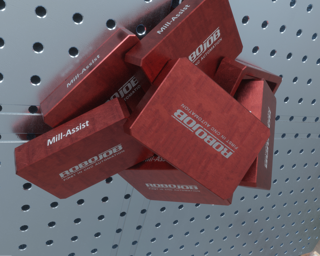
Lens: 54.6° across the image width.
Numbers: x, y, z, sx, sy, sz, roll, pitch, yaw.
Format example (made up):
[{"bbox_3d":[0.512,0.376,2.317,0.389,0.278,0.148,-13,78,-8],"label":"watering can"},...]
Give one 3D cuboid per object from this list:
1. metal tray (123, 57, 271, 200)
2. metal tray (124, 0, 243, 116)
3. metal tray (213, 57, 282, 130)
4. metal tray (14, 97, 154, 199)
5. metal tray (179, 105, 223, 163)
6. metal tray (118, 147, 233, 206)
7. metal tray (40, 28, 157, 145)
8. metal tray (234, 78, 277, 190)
[{"bbox_3d":[0.041,0.003,0.317,0.130,0.030,0.090,36,84,-19],"label":"metal tray"},{"bbox_3d":[0.033,-0.084,0.349,0.130,0.030,0.090,-47,133,-14],"label":"metal tray"},{"bbox_3d":[0.108,-0.038,0.414,0.131,0.030,0.089,-1,121,-51],"label":"metal tray"},{"bbox_3d":[-0.080,0.027,0.351,0.130,0.030,0.090,-26,145,2],"label":"metal tray"},{"bbox_3d":[0.063,0.013,0.412,0.030,0.090,0.130,-39,129,-1],"label":"metal tray"},{"bbox_3d":[0.019,0.063,0.400,0.090,0.130,0.030,51,47,-40],"label":"metal tray"},{"bbox_3d":[-0.056,-0.035,0.354,0.130,0.030,0.090,-44,129,1],"label":"metal tray"},{"bbox_3d":[0.123,0.012,0.400,0.090,0.030,0.130,24,71,-58],"label":"metal tray"}]
